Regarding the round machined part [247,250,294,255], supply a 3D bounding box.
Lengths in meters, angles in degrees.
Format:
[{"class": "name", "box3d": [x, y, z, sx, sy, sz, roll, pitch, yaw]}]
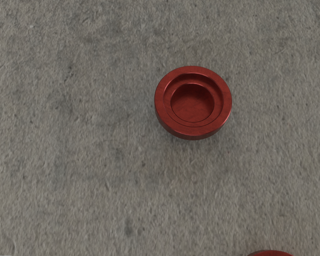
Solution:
[{"class": "round machined part", "box3d": [0.128, 0.184, 0.333, 0.099, 0.042, 0.098, 0, 70, -1]}]

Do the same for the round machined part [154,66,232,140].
[{"class": "round machined part", "box3d": [0.042, -0.030, 0.411, 0.099, 0.042, 0.098, 0, 70, -1]}]
